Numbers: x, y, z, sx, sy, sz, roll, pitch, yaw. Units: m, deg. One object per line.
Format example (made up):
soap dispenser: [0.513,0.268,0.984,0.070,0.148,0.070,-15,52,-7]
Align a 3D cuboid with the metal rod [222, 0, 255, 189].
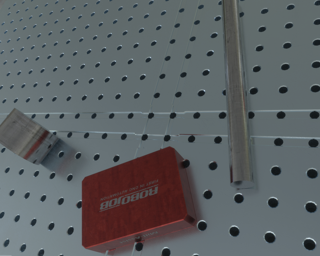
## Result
metal rod: [0.097,-0.070,0.400,0.025,0.025,0.299,-10,57,23]

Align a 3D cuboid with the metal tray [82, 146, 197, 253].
metal tray: [-0.030,0.085,0.369,0.130,0.030,0.090,-21,54,15]

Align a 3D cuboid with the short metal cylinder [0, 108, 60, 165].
short metal cylinder: [-0.202,0.013,0.471,0.080,0.080,0.050,27,77,37]
